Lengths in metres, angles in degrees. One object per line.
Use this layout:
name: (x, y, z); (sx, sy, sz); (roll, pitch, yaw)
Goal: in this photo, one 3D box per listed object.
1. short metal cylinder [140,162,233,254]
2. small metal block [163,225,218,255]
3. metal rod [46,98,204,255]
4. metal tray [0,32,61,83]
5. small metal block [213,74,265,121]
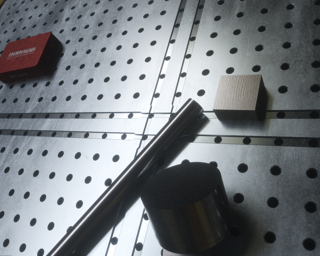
short metal cylinder: (0.027, 0.076, 0.307); (0.080, 0.050, 0.080); (-16, 19, 6)
small metal block: (0.031, 0.127, 0.314); (0.050, 0.025, 0.050); (-9, 58, 23)
metal rod: (-0.053, 0.080, 0.387); (0.300, 0.025, 0.025); (-48, 51, -6)
metal tray: (-0.275, -0.144, 0.639); (0.130, 0.030, 0.090); (-4, 60, 26)
small metal block: (0.097, -0.037, 0.380); (0.050, 0.025, 0.050); (3, 63, 29)
